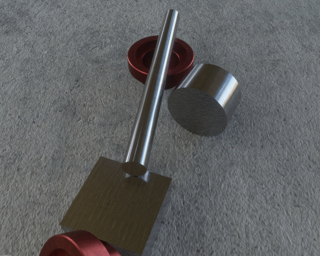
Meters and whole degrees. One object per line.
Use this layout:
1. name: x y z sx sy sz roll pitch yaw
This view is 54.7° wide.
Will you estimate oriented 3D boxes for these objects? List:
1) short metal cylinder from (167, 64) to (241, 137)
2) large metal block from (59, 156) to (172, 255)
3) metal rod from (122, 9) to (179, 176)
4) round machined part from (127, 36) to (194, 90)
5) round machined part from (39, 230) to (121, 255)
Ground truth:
1. short metal cylinder: 0.057 -0.035 0.397 0.080 0.080 0.050 23 54 18
2. large metal block: -0.039 0.085 0.315 0.080 0.050 0.080 16 52 13
3. metal rod: -0.003 -0.070 0.403 0.025 0.025 0.300 7 48 5
4. round machined part: 0.001 -0.096 0.473 0.099 0.042 0.098 0 50 0
5. round machined part: -0.061 0.134 0.255 0.042 0.097 0.098 4 38 -46
